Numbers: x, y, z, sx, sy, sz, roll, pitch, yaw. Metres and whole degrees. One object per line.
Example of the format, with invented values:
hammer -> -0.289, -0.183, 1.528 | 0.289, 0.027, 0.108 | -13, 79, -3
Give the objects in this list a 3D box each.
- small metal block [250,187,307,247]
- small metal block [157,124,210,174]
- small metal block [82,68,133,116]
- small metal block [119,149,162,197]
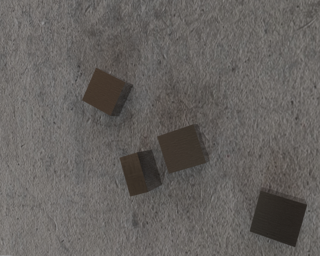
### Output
small metal block -> 0.137, 0.102, 0.361 | 0.050, 0.025, 0.050 | 15, 95, 19
small metal block -> 0.031, 0.027, 0.398 | 0.050, 0.025, 0.050 | -19, 84, 19
small metal block -> -0.073, -0.050, 0.435 | 0.050, 0.025, 0.050 | 28, 99, 17
small metal block -> -0.024, 0.057, 0.404 | 0.025, 0.050, 0.050 | -18, 84, 19
